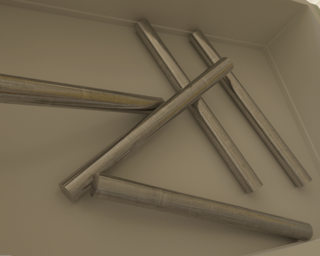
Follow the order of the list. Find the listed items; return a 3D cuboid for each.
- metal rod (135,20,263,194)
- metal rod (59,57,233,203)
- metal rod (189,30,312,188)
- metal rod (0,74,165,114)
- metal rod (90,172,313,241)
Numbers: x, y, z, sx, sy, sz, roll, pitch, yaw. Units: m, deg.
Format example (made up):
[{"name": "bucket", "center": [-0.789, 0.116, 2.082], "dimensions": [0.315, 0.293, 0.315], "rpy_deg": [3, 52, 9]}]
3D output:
[{"name": "metal rod", "center": [0.051, -0.039, 0.456], "dimensions": [0.025, 0.025, 0.299], "rpy_deg": [-24, 75, -36]}, {"name": "metal rod", "center": [0.003, -0.016, 0.394], "dimensions": [0.025, 0.025, 0.302], "rpy_deg": [47, 58, 5]}, {"name": "metal rod", "center": [0.141, -0.038, 0.504], "dimensions": [0.025, 0.025, 0.299], "rpy_deg": [-24, 75, -36]}, {"name": "metal rod", "center": [-0.097, -0.032, 0.307], "dimensions": [0.302, 0.025, 0.025], "rpy_deg": [2, 59, -51]}, {"name": "metal rod", "center": [0.067, 0.099, 0.367], "dimensions": [0.302, 0.025, 0.025], "rpy_deg": [18, 55, -23]}]
